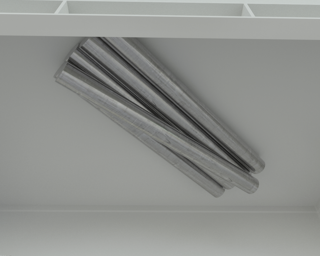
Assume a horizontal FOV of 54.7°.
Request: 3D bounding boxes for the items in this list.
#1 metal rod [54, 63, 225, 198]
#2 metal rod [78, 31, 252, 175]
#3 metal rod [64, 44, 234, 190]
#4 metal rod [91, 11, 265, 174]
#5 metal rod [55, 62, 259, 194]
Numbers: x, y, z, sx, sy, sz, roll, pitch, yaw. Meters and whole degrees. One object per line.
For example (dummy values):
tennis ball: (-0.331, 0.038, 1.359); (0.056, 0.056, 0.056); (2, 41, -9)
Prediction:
metal rod: (-0.009, 0.016, 0.421); (0.025, 0.025, 0.301); (-36, 122, 26)
metal rod: (0.025, -0.011, 0.398); (0.025, 0.025, 0.301); (-36, 122, 26)
metal rod: (0.006, 0.001, 0.408); (0.025, 0.025, 0.301); (-36, 122, 26)
metal rod: (0.041, -0.026, 0.385); (0.025, 0.025, 0.301); (-36, 122, 26)
metal rod: (0.015, 0.012, 0.384); (0.301, 0.025, 0.025); (31, 123, -24)
